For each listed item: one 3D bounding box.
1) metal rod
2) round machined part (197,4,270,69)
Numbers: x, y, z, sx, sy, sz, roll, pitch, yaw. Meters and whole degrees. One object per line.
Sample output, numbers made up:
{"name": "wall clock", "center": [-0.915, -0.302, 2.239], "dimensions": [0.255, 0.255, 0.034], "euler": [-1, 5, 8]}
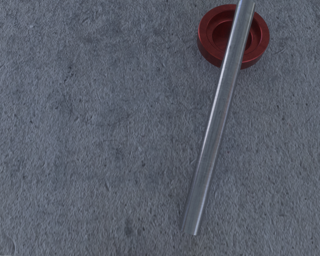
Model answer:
{"name": "metal rod", "center": [0.074, -0.020, 0.386], "dimensions": [0.025, 0.025, 0.299], "euler": [15, 81, 5]}
{"name": "round machined part", "center": [0.102, -0.125, 0.446], "dimensions": [0.099, 0.042, 0.098], "euler": [0, 70, -1]}
